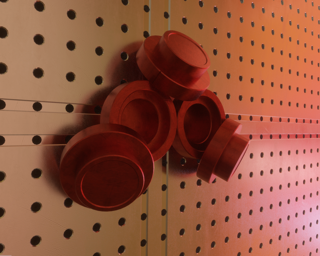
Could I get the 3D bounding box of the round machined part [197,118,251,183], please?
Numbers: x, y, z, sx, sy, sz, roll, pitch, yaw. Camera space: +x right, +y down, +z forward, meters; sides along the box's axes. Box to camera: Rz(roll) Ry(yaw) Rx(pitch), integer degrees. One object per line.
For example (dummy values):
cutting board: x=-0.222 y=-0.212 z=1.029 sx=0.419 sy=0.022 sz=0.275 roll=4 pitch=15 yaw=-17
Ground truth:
round machined part: x=0.096 y=0.038 z=0.446 sx=0.098 sy=0.042 sz=0.098 roll=-50 pitch=158 yaw=-29

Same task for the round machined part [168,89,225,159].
round machined part: x=0.046 y=-0.006 z=0.439 sx=0.099 sy=0.042 sz=0.097 roll=0 pitch=90 yaw=-40

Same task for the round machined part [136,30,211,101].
round machined part: x=0.023 y=-0.083 z=0.386 sx=0.099 sy=0.042 sz=0.098 roll=23 pitch=40 yaw=-21

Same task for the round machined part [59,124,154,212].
round machined part: x=-0.054 y=0.048 z=0.324 sx=0.099 sy=0.042 sz=0.097 roll=-6 pitch=116 yaw=-13

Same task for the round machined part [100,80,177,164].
round machined part: x=-0.029 y=-0.007 z=0.374 sx=0.099 sy=0.042 sz=0.097 roll=0 pitch=90 yaw=-40
